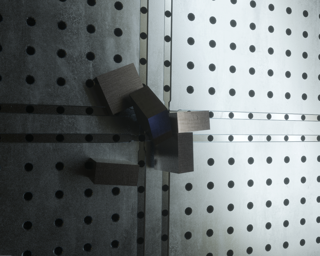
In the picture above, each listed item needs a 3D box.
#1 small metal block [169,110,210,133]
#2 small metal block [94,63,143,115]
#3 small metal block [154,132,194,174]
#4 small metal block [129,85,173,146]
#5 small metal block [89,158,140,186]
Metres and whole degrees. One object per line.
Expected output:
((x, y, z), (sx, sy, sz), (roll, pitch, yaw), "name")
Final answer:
((0.029, -0.008, 0.407), (0.050, 0.050, 0.025), (-5, 92, -32), "small metal block")
((-0.050, -0.049, 0.395), (0.050, 0.025, 0.050), (-25, 99, -18), "small metal block")
((0.017, 0.031, 0.404), (0.025, 0.050, 0.050), (-2, 91, -38), "small metal block")
((-0.011, -0.015, 0.378), (0.025, 0.050, 0.050), (-28, 140, -13), "small metal block")
((-0.058, 0.053, 0.379), (0.050, 0.050, 0.025), (7, 88, -20), "small metal block")
